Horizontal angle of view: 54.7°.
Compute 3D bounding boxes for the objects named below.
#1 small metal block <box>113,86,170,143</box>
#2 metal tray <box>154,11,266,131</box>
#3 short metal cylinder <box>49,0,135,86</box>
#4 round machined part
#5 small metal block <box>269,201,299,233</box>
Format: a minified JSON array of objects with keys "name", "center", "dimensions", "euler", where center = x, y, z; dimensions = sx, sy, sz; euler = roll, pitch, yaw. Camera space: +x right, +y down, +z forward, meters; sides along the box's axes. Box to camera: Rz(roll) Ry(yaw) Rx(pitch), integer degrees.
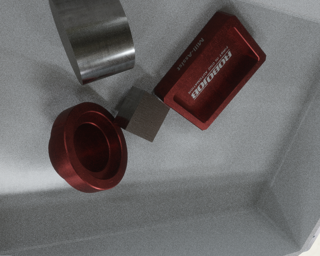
[{"name":"small metal block","center":[-0.021,-0.016,0.376],"dimensions":[0.050,0.025,0.050],"euler":[29,88,-48]},{"name":"metal tray","center":[0.066,-0.069,0.400],"dimensions":[0.090,0.030,0.130],"euler":[33,99,-39]},{"name":"short metal cylinder","center":[-0.063,-0.085,0.287],"dimensions":[0.050,0.080,0.080],"euler":[-22,127,-15]},{"name":"round machined part","center":[-0.083,0.024,0.344],"dimensions":[0.042,0.098,0.098],"euler":[-18,136,28]},{"name":"small metal block","center":[0.278,0.199,0.690],"dimensions":[0.050,0.025,0.050],"euler":[-39,130,-2]}]
